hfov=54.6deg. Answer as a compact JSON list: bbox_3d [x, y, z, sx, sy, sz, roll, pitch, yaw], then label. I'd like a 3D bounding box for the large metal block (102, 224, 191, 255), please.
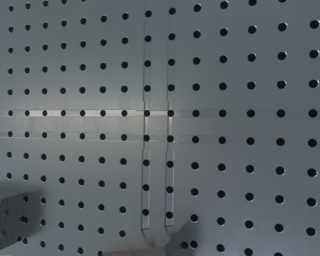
[{"bbox_3d":[-0.013,0.162,0.388,0.080,0.080,0.050,-14,86,19],"label":"large metal block"}]

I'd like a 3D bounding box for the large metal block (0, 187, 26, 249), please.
[{"bbox_3d":[-0.268,0.140,0.495,0.080,0.050,0.080,7,92,20],"label":"large metal block"}]
